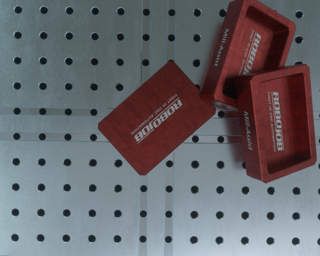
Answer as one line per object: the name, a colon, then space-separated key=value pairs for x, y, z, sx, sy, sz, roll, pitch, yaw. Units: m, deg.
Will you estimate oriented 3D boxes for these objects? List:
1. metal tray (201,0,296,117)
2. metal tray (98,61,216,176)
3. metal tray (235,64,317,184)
metal tray: x=0.114 y=-0.086 z=0.393 sx=0.091 sy=0.030 sz=0.129 roll=17 pitch=90 yaw=-25
metal tray: x=-0.004 y=-0.012 z=0.411 sx=0.130 sy=0.030 sz=0.090 roll=-42 pitch=90 yaw=0
metal tray: x=0.145 y=-0.007 z=0.384 sx=0.091 sy=0.030 sz=0.129 roll=-15 pitch=102 yaw=-21
